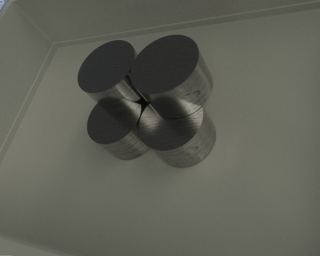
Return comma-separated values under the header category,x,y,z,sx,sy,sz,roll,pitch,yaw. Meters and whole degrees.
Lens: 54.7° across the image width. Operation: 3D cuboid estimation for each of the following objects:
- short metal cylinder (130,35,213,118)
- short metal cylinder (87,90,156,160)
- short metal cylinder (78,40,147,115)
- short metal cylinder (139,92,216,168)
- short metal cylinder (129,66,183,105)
category,x,y,z,sx,sy,sz,roll,pitch,yaw
short metal cylinder,0.014,-0.058,0.350,0.080,0.050,0.080,-13,56,21
short metal cylinder,-0.049,-0.004,0.416,0.080,0.050,0.080,-13,56,21
short metal cylinder,-0.055,-0.063,0.391,0.080,0.050,0.080,-13,56,21
short metal cylinder,0.022,0.002,0.375,0.080,0.050,0.080,-13,56,21
short metal cylinder,0.006,-0.062,0.423,0.080,0.050,0.080,-13,56,21
